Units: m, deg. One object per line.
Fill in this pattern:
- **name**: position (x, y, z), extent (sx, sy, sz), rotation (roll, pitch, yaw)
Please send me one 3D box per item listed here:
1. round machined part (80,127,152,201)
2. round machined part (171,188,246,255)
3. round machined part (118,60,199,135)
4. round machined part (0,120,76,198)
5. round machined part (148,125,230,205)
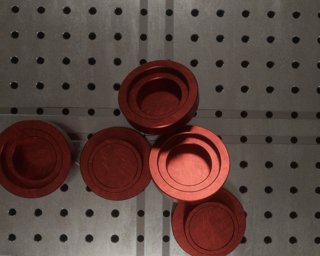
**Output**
- **round machined part**: position (-0.056, 0.047, 0.404), extent (0.099, 0.042, 0.097), rotation (0, 90, -1)
- **round machined part**: position (0.064, 0.125, 0.406), extent (0.099, 0.042, 0.097), rotation (0, 90, -1)
- **round machined part**: position (0.000, -0.035, 0.392), extent (0.098, 0.042, 0.098), rotation (-4, 62, 9)
- **round machined part**: position (-0.159, 0.038, 0.403), extent (0.099, 0.042, 0.097), rotation (0, 90, -1)
- **round machined part**: position (0.036, 0.049, 0.393), extent (0.099, 0.042, 0.098), rotation (-1, 64, 3)
